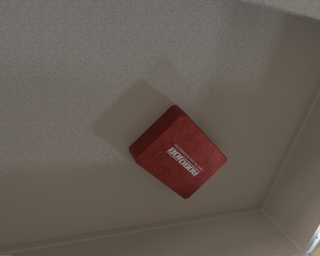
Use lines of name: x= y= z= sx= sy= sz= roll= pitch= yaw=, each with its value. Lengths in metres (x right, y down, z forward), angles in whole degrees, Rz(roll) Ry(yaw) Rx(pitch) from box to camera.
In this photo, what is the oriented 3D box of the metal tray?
metal tray: x=0.030 y=0.039 z=0.445 sx=0.090 sy=0.030 sz=0.130 roll=-44 pitch=129 yaw=3
